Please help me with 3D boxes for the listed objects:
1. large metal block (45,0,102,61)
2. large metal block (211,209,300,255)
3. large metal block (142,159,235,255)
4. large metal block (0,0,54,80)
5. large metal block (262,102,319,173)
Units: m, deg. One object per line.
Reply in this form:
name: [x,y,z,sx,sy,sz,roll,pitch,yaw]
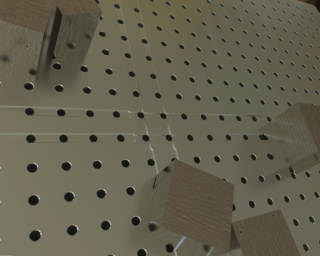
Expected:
large metal block: [-0.125,-0.146,0.395,0.050,0.080,0.080,-22,74,-36]
large metal block: [0.114,0.149,0.365,0.081,0.050,0.080,-4,64,-30]
large metal block: [0.034,0.094,0.355,0.080,0.050,0.080,25,53,-13]
large metal block: [-0.172,-0.108,0.347,0.081,0.080,0.050,14,56,-21]
large metal block: [0.215,0.018,0.481,0.050,0.080,0.080,7,59,-25]
